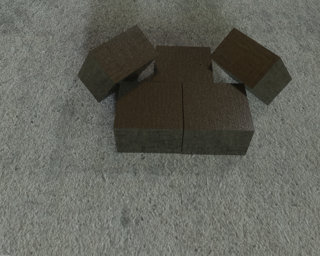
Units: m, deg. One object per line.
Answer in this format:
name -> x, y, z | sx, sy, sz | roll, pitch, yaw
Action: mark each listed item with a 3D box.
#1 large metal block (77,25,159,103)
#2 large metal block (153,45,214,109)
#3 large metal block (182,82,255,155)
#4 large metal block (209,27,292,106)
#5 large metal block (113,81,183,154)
large metal block -> -0.060, -0.087, 0.433 | 0.080, 0.080, 0.050 | -40, 95, -28
large metal block -> 0.032, -0.075, 0.452 | 0.081, 0.050, 0.080 | 2, 50, 1
large metal block -> 0.069, -0.013, 0.397 | 0.081, 0.050, 0.080 | 1, 50, 0
large metal block -> 0.128, -0.084, 0.433 | 0.050, 0.080, 0.080 | -50, 58, 12
large metal block -> -0.013, -0.014, 0.400 | 0.081, 0.050, 0.080 | 1, 50, 0
